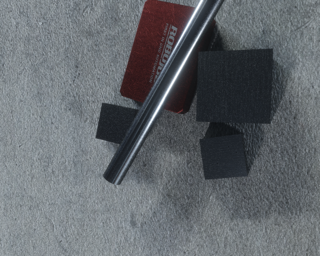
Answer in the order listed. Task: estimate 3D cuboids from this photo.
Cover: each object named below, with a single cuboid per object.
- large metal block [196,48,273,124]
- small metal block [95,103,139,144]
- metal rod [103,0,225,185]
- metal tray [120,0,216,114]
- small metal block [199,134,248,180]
[{"bbox_3d":[0.089,-0.046,0.364,0.080,0.050,0.079,2,91,19],"label":"large metal block"},{"bbox_3d":[-0.056,-0.005,0.428,0.050,0.025,0.050,13,94,19],"label":"small metal block"},{"bbox_3d":[0.012,-0.062,0.371,0.025,0.025,0.299,33,100,16],"label":"metal rod"},{"bbox_3d":[0.009,-0.092,0.402,0.090,0.030,0.129,19,96,18],"label":"metal tray"},{"bbox_3d":[0.079,0.035,0.381,0.050,0.025,0.050,-8,87,19],"label":"small metal block"}]
